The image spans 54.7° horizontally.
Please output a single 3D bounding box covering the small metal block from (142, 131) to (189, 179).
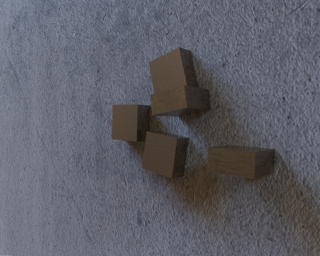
[{"bbox_3d":[0.007,0.033,0.400,0.050,0.025,0.050,12,98,39],"label":"small metal block"}]

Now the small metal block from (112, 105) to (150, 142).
[{"bbox_3d":[-0.042,-0.008,0.439,0.050,0.025,0.050,3,92,40],"label":"small metal block"}]

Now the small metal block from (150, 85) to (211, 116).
[{"bbox_3d":[0.025,-0.031,0.368,0.050,0.050,0.025,-10,84,39],"label":"small metal block"}]

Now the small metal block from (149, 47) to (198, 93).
[{"bbox_3d":[0.017,-0.067,0.391,0.050,0.025,0.050,-18,79,38],"label":"small metal block"}]

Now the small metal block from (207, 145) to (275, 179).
[{"bbox_3d":[0.084,0.033,0.319,0.050,0.050,0.025,3,92,40],"label":"small metal block"}]
